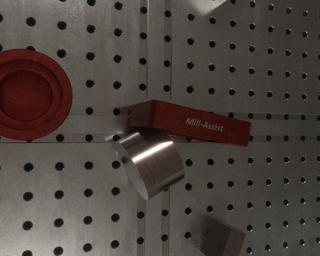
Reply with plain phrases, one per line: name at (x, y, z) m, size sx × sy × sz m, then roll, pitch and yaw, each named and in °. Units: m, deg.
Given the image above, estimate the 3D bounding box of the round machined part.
round machined part at (-0.151, -0.036, 0.348) m, size 0.099 × 0.042 × 0.097 m, roll 0°, pitch 90°, yaw -21°

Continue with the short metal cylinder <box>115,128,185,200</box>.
short metal cylinder at (-0.013, 0.040, 0.379) m, size 0.050 × 0.080 × 0.080 m, roll -27°, pitch 99°, yaw -18°

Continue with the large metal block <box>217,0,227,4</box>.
large metal block at (0.091, -0.239, 0.434) m, size 0.080 × 0.050 × 0.080 m, roll 37°, pitch 78°, yaw -17°

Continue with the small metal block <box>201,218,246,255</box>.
small metal block at (0.088, 0.161, 0.434) m, size 0.025 × 0.050 × 0.050 m, roll 23°, pitch 82°, yaw -19°

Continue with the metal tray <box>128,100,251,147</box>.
metal tray at (0.035, -0.004, 0.392) m, size 0.131 × 0.090 × 0.030 m, roll 12°, pitch 86°, yaw -20°
